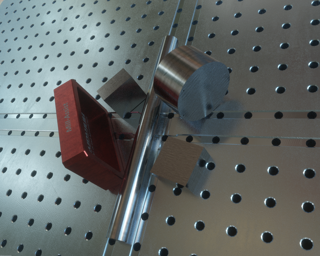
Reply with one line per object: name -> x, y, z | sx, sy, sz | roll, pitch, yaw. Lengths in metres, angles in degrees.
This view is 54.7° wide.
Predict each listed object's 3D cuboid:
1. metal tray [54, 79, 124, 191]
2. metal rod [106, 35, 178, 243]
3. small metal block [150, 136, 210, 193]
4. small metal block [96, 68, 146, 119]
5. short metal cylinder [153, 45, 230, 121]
metal tray -> -0.093, 0.008, 0.408 | 0.030, 0.090, 0.130 | -29, 52, 10
metal rod -> -0.017, -0.003, 0.417 | 0.025, 0.025, 0.300 | 0, 61, 28
small metal block -> 0.024, 0.043, 0.369 | 0.050, 0.025, 0.050 | 16, 70, 34
small metal block -> -0.054, -0.049, 0.448 | 0.050, 0.050, 0.025 | -41, 51, 0
short metal cylinder -> 0.039, -0.055, 0.385 | 0.080, 0.080, 0.050 | -44, 51, -3
